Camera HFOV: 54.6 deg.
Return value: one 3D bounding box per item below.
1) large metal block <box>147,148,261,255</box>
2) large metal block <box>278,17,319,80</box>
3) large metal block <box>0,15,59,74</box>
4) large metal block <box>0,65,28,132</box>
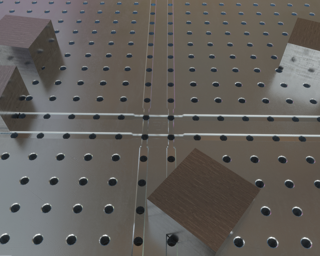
[{"bbox_3d":[0.044,0.081,0.324,0.080,0.050,0.080,33,57,24],"label":"large metal block"},{"bbox_3d":[0.247,-0.127,0.499,0.080,0.050,0.080,21,53,17],"label":"large metal block"},{"bbox_3d":[-0.226,-0.138,0.506,0.080,0.050,0.080,9,51,7],"label":"large metal block"},{"bbox_3d":[-0.241,-0.041,0.425,0.080,0.050,0.080,1,50,1],"label":"large metal block"}]
